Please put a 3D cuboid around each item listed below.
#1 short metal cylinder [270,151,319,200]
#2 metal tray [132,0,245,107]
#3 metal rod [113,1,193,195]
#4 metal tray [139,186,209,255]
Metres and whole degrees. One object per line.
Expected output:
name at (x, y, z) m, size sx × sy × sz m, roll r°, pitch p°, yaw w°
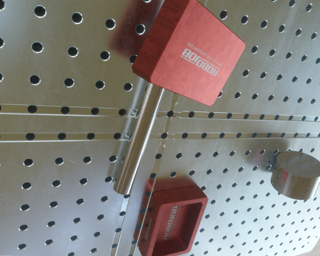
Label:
short metal cylinder at (0.249, 0.085, 0.564) m, size 0.081 × 0.080 × 0.050 m, roll -11°, pitch 123°, yaw -23°
metal tray at (0.039, -0.081, 0.352) m, size 0.131 × 0.030 × 0.090 m, roll 13°, pitch 109°, yaw -51°
metal rod at (-0.007, -0.044, 0.379) m, size 0.025 × 0.025 × 0.298 m, roll 5°, pitch 116°, yaw -31°
metal tray at (0.021, 0.162, 0.519) m, size 0.091 × 0.030 × 0.129 m, roll -2°, pitch 119°, yaw -28°
